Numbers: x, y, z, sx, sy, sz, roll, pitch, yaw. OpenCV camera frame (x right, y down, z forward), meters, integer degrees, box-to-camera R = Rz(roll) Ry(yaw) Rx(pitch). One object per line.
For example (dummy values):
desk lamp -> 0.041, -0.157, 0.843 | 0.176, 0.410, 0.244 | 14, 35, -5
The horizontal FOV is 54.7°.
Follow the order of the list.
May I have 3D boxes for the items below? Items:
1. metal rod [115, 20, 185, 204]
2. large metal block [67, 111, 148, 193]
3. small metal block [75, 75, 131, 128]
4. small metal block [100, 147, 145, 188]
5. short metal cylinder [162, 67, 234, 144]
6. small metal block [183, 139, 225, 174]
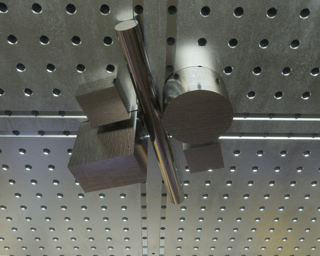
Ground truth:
metal rod -> -0.003, 0.004, 0.415 | 0.025, 0.025, 0.298 | -10, 130, 8
large metal block -> -0.062, 0.030, 0.398 | 0.080, 0.080, 0.050 | -12, 129, 9
small metal block -> -0.068, -0.032, 0.383 | 0.050, 0.025, 0.050 | -14, 129, 10
small metal block -> -0.055, 0.059, 0.461 | 0.050, 0.025, 0.050 | -12, 129, 9
short metal cylinder -> 0.043, -0.026, 0.373 | 0.081, 0.050, 0.079 | 0, 130, 0
small metal block -> 0.062, 0.035, 0.443 | 0.050, 0.025, 0.050 | -11, 130, 9
